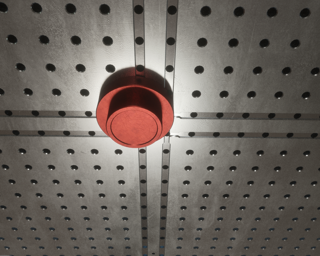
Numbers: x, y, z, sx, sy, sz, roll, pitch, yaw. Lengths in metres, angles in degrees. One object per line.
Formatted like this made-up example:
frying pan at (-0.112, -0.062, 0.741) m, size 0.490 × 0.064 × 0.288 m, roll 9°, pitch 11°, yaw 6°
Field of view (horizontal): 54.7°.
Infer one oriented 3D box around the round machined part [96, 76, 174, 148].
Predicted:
round machined part at (-0.031, -0.012, 0.390) m, size 0.099 × 0.042 × 0.097 m, roll -1°, pitch 130°, yaw 0°
